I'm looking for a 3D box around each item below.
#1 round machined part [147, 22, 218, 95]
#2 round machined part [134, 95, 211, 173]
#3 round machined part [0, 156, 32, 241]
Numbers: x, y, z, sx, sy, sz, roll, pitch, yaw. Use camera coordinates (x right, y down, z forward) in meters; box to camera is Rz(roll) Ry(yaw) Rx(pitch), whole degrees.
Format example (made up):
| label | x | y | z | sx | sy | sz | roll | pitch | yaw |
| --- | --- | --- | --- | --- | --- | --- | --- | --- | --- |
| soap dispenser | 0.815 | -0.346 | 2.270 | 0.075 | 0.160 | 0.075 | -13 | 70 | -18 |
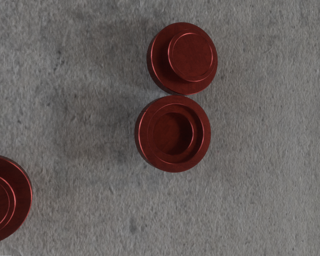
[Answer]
| label | x | y | z | sx | sy | sz | roll | pitch | yaw |
| --- | --- | --- | --- | --- | --- | --- | --- | --- | --- |
| round machined part | 0.035 | -0.093 | 0.414 | 0.099 | 0.042 | 0.097 | 0 | 90 | -21 |
| round machined part | 0.013 | 0.007 | 0.406 | 0.099 | 0.042 | 0.097 | 0 | 90 | -21 |
| round machined part | -0.190 | 0.078 | 0.330 | 0.099 | 0.042 | 0.097 | 0 | 90 | -21 |
